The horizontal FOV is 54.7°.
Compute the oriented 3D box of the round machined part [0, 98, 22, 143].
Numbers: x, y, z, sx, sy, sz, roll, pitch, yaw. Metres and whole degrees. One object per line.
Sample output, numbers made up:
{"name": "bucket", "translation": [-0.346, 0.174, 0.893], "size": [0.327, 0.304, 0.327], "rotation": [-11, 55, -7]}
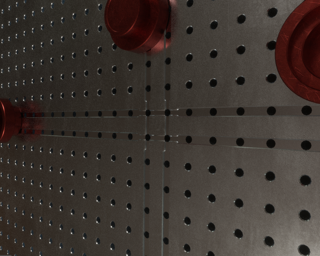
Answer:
{"name": "round machined part", "translation": [-0.337, -0.016, 0.672], "size": [0.098, 0.042, 0.097], "rotation": [0, 90, 39]}

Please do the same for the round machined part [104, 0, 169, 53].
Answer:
{"name": "round machined part", "translation": [-0.039, -0.157, 0.428], "size": [0.098, 0.042, 0.097], "rotation": [0, 90, 39]}

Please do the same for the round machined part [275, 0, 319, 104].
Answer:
{"name": "round machined part", "translation": [0.156, -0.068, 0.269], "size": [0.098, 0.042, 0.097], "rotation": [0, 90, 39]}
